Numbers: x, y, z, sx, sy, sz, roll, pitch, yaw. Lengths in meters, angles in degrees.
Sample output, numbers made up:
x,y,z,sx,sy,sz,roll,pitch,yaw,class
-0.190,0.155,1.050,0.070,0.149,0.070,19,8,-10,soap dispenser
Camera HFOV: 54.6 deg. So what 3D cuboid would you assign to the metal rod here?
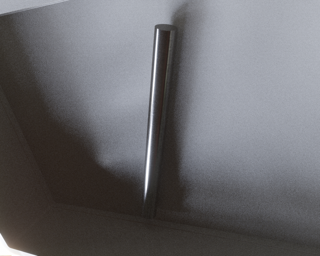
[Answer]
x,y,z,sx,sy,sz,roll,pitch,yaw,class
-0.006,0.014,0.418,0.025,0.025,0.298,18,126,18,metal rod
